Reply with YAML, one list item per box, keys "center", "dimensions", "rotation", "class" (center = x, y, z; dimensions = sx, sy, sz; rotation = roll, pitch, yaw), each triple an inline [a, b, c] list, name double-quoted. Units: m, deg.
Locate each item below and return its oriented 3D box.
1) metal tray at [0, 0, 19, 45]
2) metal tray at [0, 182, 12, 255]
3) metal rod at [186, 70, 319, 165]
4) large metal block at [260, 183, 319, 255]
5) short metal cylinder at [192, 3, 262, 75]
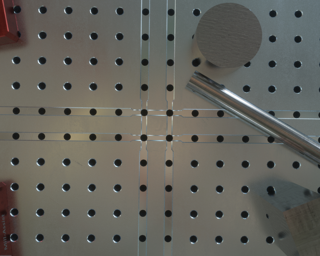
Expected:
- center: [-0.264, -0.151, 0.408]
  dimensions: [0.131, 0.030, 0.089]
  rotation: [-10, 90, 0]
  class: "metal tray"
- center: [-0.251, 0.142, 0.409]
  dimensions: [0.091, 0.030, 0.129]
  rotation: [-5, 90, 0]
  class: "metal tray"
- center: [0.171, 0.010, 0.414]
  dimensions: [0.301, 0.025, 0.025]
  rotation: [30, 90, 0]
  class: "metal rod"
- center: [0.176, 0.122, 0.387]
  dimensions: [0.050, 0.080, 0.080]
  rotation: [-22, 90, 0]
  class: "large metal block"
- center: [0.084, -0.113, 0.401]
  dimensions: [0.081, 0.050, 0.079]
  rotation: [0, 90, 0]
  class: "short metal cylinder"
